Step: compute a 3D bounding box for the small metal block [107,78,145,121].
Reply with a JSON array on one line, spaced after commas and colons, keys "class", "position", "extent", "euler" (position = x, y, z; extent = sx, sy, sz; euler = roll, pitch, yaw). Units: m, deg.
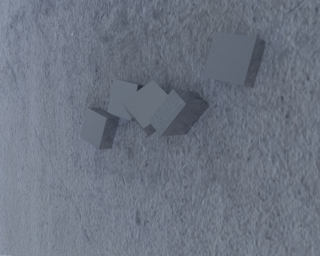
[{"class": "small metal block", "position": [-0.045, -0.040, 0.440], "extent": [0.050, 0.025, 0.050], "euler": [20, 102, 38]}]

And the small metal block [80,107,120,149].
[{"class": "small metal block", "position": [-0.094, 0.000, 0.480], "extent": [0.050, 0.025, 0.050], "euler": [26, 106, 36]}]

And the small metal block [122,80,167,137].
[{"class": "small metal block", "position": [-0.012, -0.025, 0.396], "extent": [0.050, 0.025, 0.050], "euler": [-37, 62, -9]}]

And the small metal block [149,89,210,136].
[{"class": "small metal block", "position": [0.023, -0.017, 0.368], "extent": [0.025, 0.050, 0.050], "euler": [52, 120, 26]}]

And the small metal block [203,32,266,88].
[{"class": "small metal block", "position": [0.080, -0.074, 0.337], "extent": [0.050, 0.025, 0.050], "euler": [21, 103, 37]}]
